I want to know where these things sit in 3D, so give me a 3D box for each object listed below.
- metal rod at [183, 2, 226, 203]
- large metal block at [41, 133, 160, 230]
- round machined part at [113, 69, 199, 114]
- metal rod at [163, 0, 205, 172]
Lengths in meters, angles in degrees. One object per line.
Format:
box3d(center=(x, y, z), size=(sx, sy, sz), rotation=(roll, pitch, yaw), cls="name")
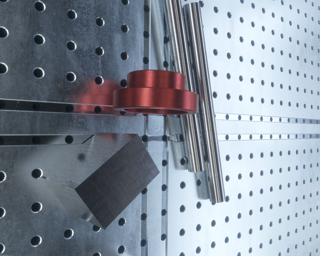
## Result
box3d(center=(0.068, -0.033, 0.468), size=(0.025, 0.025, 0.298), rotation=(-15, 100, -39), cls="metal rod")
box3d(center=(-0.062, 0.049, 0.323), size=(0.080, 0.080, 0.050), rotation=(-43, 116, -32), cls="large metal block")
box3d(center=(-0.004, -0.040, 0.360), size=(0.099, 0.098, 0.042), rotation=(4, 88, -40), cls="round machined part")
box3d(center=(0.031, -0.084, 0.436), size=(0.025, 0.025, 0.298), rotation=(-16, 100, -39), cls="metal rod")
